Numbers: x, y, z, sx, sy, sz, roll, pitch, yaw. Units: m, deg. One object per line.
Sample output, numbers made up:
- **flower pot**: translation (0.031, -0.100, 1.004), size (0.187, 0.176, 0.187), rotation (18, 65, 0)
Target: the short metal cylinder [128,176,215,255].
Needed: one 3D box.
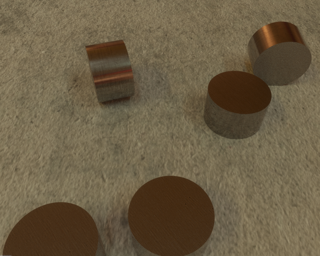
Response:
- **short metal cylinder**: translation (0.010, 0.095, 0.307), size (0.081, 0.050, 0.080), rotation (0, 50, 0)

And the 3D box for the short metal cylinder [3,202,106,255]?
- **short metal cylinder**: translation (-0.094, 0.117, 0.288), size (0.081, 0.050, 0.080), rotation (0, 50, 0)

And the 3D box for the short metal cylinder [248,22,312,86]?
- **short metal cylinder**: translation (0.176, -0.109, 0.462), size (0.081, 0.080, 0.050), rotation (1, 50, 0)

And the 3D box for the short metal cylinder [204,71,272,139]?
- **short metal cylinder**: translation (0.102, -0.031, 0.415), size (0.081, 0.050, 0.080), rotation (0, 50, 0)

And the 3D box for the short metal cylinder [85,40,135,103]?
- **short metal cylinder**: translation (-0.070, -0.079, 0.433), size (0.050, 0.080, 0.080), rotation (-14, 52, -11)
